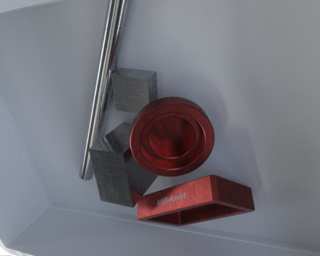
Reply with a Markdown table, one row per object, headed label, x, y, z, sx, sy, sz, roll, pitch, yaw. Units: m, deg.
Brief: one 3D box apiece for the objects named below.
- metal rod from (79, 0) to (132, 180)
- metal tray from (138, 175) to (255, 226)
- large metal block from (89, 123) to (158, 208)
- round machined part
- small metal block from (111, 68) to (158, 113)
| label | x | y | z | sx | sy | sz | roll | pitch | yaw |
| --- | --- | --- | --- | --- | --- | --- | --- | --- | --- |
| metal rod | -0.083 | -0.034 | 0.429 | 0.025 | 0.025 | 0.298 | 28 | 128 | 10 |
| metal tray | 0.045 | 0.101 | 0.410 | 0.130 | 0.030 | 0.090 | -26 | 145 | 36 |
| large metal block | -0.044 | 0.047 | 0.421 | 0.050 | 0.080 | 0.079 | 6 | 117 | 25 |
| round machined part | 0.014 | 0.007 | 0.377 | 0.099 | 0.042 | 0.097 | -2 | 116 | -3 |
| small metal block | -0.031 | -0.047 | 0.395 | 0.050 | 0.025 | 0.050 | 11 | 123 | 22 |
